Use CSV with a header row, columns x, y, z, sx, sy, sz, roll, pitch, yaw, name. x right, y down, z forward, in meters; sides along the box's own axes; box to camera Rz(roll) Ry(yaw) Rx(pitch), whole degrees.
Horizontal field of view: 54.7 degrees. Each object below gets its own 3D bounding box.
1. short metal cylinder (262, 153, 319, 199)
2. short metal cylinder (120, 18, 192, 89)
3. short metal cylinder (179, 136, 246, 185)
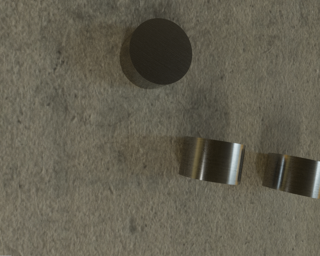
x,y,z,sx,sy,sz,roll,pitch,yaw,name
0.196,0.069,0.454,0.081,0.080,0.050,13,86,-20,short metal cylinder
-0.006,-0.092,0.394,0.081,0.050,0.079,0,90,-21,short metal cylinder
0.068,0.042,0.406,0.081,0.080,0.050,10,87,-20,short metal cylinder
